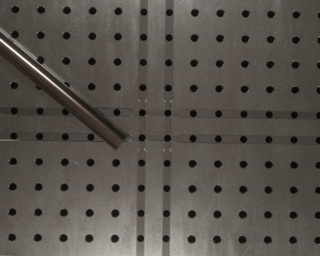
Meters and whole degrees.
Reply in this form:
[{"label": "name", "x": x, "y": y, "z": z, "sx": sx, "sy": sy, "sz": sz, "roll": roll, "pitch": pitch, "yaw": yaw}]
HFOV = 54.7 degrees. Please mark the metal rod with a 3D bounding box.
[{"label": "metal rod", "x": -0.166, "y": -0.075, "z": 0.411, "sx": 0.300, "sy": 0.025, "sz": 0.025, "roll": 40, "pitch": 90, "yaw": -1}]
